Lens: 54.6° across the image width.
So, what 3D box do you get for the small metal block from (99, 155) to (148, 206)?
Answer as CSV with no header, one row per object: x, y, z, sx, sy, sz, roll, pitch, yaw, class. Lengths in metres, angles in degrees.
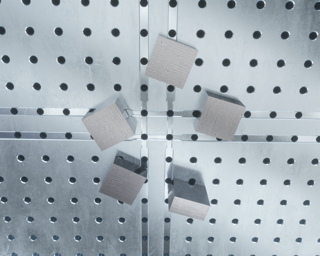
-0.052,0.075,0.440,0.050,0.025,0.050,25,108,-9,small metal block

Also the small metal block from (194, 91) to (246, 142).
0.077,-0.015,0.408,0.050,0.025,0.050,16,109,-6,small metal block

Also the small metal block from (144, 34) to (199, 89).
0.013,-0.082,0.383,0.050,0.025,0.050,20,109,-7,small metal block

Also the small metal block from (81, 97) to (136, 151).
-0.067,-0.005,0.411,0.050,0.025,0.050,-26,108,9,small metal block

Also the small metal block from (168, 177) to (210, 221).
0.039,0.099,0.437,0.050,0.050,0.025,17,109,-6,small metal block
